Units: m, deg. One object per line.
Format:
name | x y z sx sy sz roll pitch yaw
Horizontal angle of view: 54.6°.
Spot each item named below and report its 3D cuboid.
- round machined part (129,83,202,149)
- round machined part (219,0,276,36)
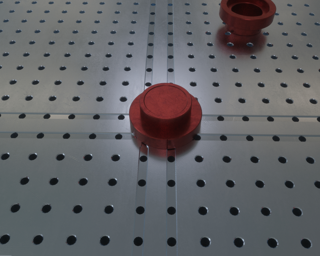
round machined part | 0.008 -0.023 0.416 0.099 0.042 0.098 0 50 0
round machined part | 0.158 -0.207 0.571 0.099 0.042 0.098 0 50 0
